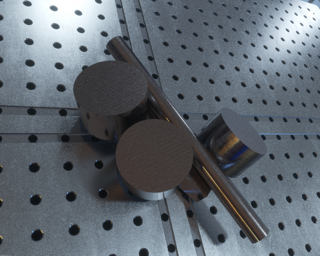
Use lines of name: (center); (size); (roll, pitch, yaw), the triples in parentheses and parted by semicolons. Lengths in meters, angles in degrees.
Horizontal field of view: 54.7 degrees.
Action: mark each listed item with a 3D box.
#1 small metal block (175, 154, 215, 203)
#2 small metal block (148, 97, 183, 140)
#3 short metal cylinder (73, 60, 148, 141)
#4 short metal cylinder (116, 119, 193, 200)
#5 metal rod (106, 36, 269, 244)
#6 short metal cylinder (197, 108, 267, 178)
small metal block: (0.045, 0.057, 0.393); (0.050, 0.025, 0.050); (42, 51, 1)
small metal block: (-0.005, -0.011, 0.408); (0.050, 0.025, 0.050); (40, 51, -1)
short metal cylinder: (-0.055, -0.032, 0.360); (0.081, 0.050, 0.080); (2, 56, -2)
short metal cylinder: (-0.007, 0.036, 0.344); (0.081, 0.050, 0.080); (1, 68, -3)
metal rod: (0.027, 0.006, 0.382); (0.025, 0.025, 0.299); (-29, 77, -37)
short metal cylinder: (0.094, 0.019, 0.410); (0.080, 0.050, 0.080); (32, 29, -20)
